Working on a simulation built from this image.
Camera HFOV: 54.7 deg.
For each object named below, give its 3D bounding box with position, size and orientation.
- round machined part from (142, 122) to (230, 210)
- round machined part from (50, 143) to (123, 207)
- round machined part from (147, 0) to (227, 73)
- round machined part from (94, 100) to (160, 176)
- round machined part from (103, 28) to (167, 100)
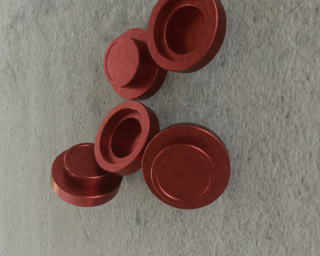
[{"bbox_3d":[0.027,0.045,0.341,0.098,0.042,0.097,2,102,10],"label":"round machined part"},{"bbox_3d":[-0.100,0.058,0.433,0.098,0.099,0.042,44,132,31],"label":"round machined part"},{"bbox_3d":[0.034,-0.113,0.364,0.098,0.042,0.097,0,90,39],"label":"round machined part"},{"bbox_3d":[-0.038,0.016,0.410,0.098,0.042,0.098,-19,57,34],"label":"round machined part"},{"bbox_3d":[-0.040,-0.088,0.424,0.098,0.042,0.097,0,90,39],"label":"round machined part"}]
